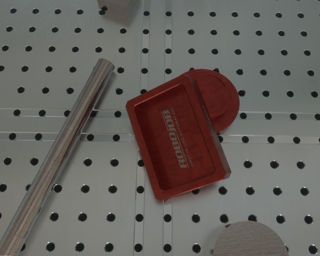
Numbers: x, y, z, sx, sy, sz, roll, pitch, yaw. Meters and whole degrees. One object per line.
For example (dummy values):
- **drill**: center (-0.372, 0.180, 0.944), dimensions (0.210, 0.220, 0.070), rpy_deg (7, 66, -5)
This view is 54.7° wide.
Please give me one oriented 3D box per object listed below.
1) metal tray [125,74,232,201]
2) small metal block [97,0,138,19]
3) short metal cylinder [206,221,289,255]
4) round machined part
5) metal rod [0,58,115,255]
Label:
- **metal tray**: center (0.020, 0.012, 0.376), dimensions (0.090, 0.030, 0.129), rpy_deg (-24, 77, 21)
- **small metal block**: center (-0.064, -0.207, 0.487), dimensions (0.050, 0.025, 0.050), rpy_deg (21, 71, 7)
- **short metal cylinder**: center (0.095, 0.146, 0.346), dimensions (0.081, 0.050, 0.080), rpy_deg (0, 70, 0)
- **round machined part**: center (0.058, -0.038, 0.417), dimensions (0.099, 0.042, 0.098), rpy_deg (0, 70, 0)
- **metal rod**: center (-0.132, 0.038, 0.396), dimensions (0.025, 0.025, 0.300), rpy_deg (21, 71, 7)
